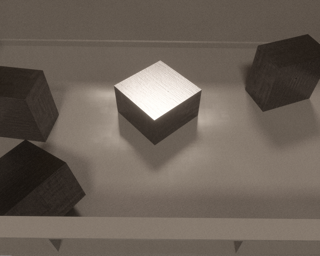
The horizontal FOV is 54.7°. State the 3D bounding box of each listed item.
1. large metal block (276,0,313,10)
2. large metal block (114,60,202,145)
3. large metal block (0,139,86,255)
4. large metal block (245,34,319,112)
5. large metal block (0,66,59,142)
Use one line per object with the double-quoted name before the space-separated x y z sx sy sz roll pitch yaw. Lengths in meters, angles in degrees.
"large metal block" 0.285 -0.299 0.647 0.080 0.050 0.080 35 58 25
"large metal block" -0.003 -0.036 0.419 0.080 0.050 0.080 -34 58 -25
"large metal block" -0.140 0.066 0.317 0.080 0.050 0.080 19 50 37
"large metal block" 0.176 -0.077 0.436 0.081 0.080 0.050 -16 52 -13
"large metal block" -0.185 -0.030 0.392 0.080 0.080 0.050 7 51 5
